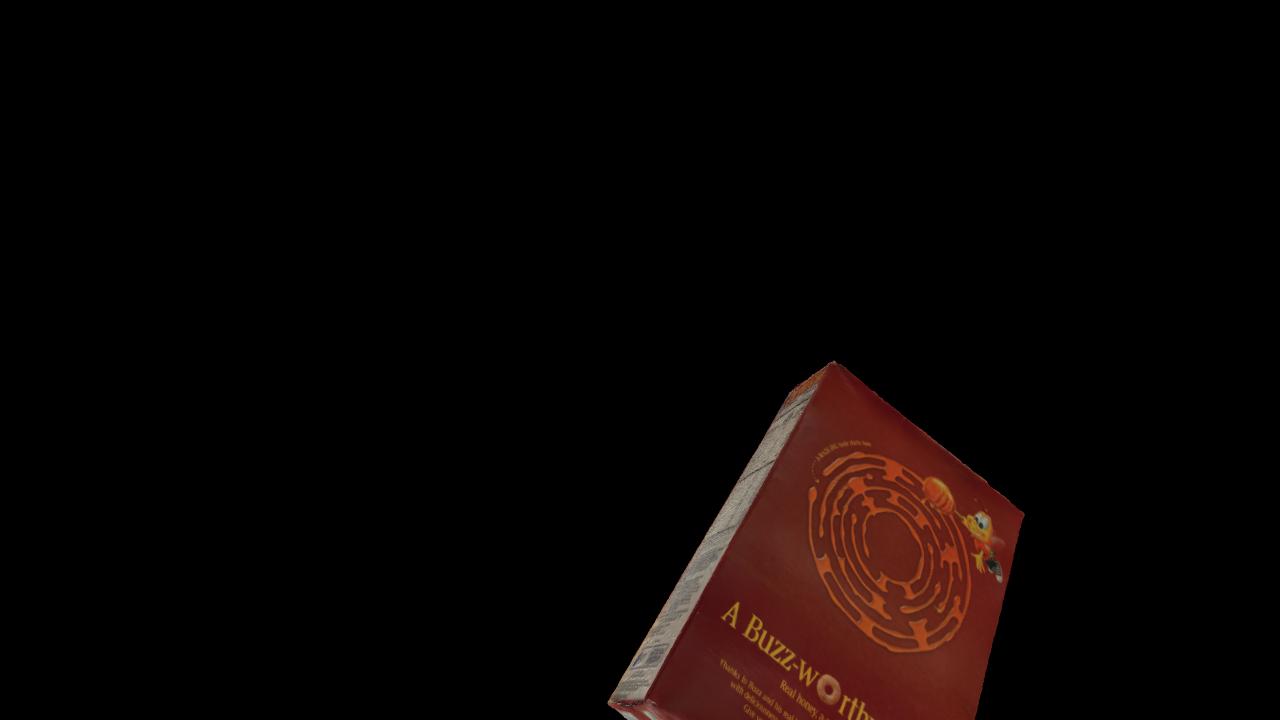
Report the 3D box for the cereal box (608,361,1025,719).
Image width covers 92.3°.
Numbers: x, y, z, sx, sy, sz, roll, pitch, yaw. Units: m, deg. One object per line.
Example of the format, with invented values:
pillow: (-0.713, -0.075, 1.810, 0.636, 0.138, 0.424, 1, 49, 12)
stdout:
cereal box: (0.146, 0.170, 0.445, 0.203, 0.306, 0.081, 39, -35, 1)
